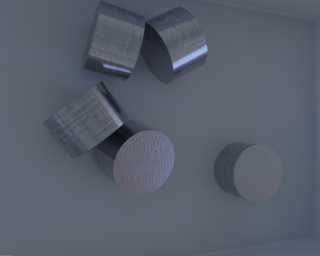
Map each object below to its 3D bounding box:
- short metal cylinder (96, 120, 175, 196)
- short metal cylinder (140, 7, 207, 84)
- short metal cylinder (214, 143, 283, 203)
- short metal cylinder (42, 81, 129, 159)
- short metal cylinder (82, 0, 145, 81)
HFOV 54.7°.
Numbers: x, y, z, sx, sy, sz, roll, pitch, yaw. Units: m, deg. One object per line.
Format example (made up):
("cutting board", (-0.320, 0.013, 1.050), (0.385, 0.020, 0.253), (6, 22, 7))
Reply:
("short metal cylinder", (-0.030, 0.035, 0.375), (0.081, 0.050, 0.079), (-11, 110, -31))
("short metal cylinder", (0.014, -0.103, 0.387), (0.050, 0.080, 0.080), (-30, 100, -18))
("short metal cylinder", (0.126, 0.062, 0.446), (0.081, 0.050, 0.079), (0, 90, -21))
("short metal cylinder", (-0.083, -0.010, 0.351), (0.080, 0.080, 0.050), (-39, 103, -16))
("short metal cylinder", (-0.056, -0.100, 0.361), (0.050, 0.080, 0.080), (13, 86, -20))
